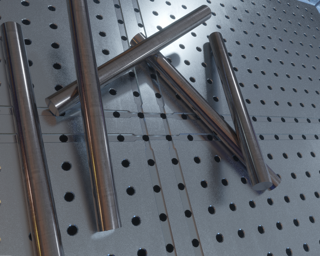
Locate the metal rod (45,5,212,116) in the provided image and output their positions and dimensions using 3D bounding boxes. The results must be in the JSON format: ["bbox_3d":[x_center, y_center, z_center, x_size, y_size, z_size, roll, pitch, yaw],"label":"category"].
[{"bbox_3d":[-0.025,-0.107,0.433,0.025,0.025,0.302,47,59,4],"label":"metal rod"}]

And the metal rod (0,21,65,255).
[{"bbox_3d":[-0.139,0.008,0.328,0.025,0.025,0.299,-5,64,-31],"label":"metal rod"}]

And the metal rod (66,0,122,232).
[{"bbox_3d":[-0.080,-0.038,0.353,0.025,0.025,0.299,-3,74,-30],"label":"metal rod"}]

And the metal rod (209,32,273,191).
[{"bbox_3d":[0.115,-0.046,0.477,0.025,0.025,0.300,11,50,-23],"label":"metal rod"}]

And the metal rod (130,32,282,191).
[{"bbox_3d":[0.065,-0.027,0.461,0.300,0.025,0.025,47,51,5],"label":"metal rod"}]
